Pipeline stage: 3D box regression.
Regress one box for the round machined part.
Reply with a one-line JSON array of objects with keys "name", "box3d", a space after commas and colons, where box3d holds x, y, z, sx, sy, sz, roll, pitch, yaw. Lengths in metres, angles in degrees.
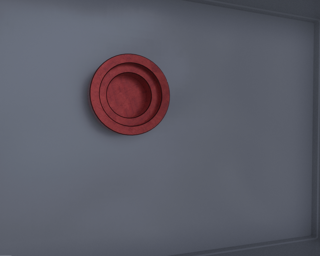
[{"name": "round machined part", "box3d": [-0.041, -0.040, 0.387, 0.099, 0.042, 0.097, 0, 90, -21]}]
